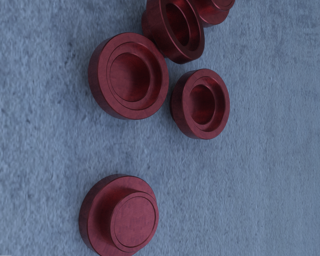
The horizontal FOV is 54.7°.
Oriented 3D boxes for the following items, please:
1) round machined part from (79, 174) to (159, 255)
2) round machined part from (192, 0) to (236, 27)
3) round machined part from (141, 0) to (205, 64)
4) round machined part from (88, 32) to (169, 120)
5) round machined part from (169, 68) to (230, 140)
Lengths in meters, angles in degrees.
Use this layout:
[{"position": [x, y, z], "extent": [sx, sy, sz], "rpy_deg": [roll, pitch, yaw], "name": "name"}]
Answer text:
[{"position": [-0.040, 0.105, 0.362], "extent": [0.099, 0.042, 0.097], "rpy_deg": [0, 90, -40], "name": "round machined part"}, {"position": [0.076, -0.203, 0.459], "extent": [0.099, 0.042, 0.097], "rpy_deg": [0, 90, -40], "name": "round machined part"}, {"position": [0.014, -0.128, 0.396], "extent": [0.098, 0.042, 0.098], "rpy_deg": [21, 62, -48], "name": "round machined part"}, {"position": [-0.040, -0.058, 0.362], "extent": [0.099, 0.042, 0.097], "rpy_deg": [0, 90, -40], "name": "round machined part"}, {"position": [0.052, -0.033, 0.440], "extent": [0.099, 0.042, 0.097], "rpy_deg": [0, 90, -40], "name": "round machined part"}]
